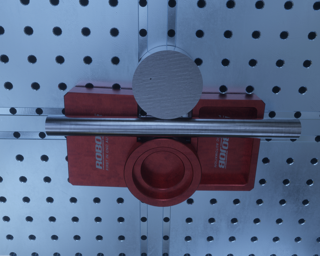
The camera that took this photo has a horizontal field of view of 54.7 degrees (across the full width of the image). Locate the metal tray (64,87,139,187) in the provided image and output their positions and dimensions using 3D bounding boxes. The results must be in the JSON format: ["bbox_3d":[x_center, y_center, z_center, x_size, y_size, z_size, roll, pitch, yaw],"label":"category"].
[{"bbox_3d":[-0.074,0.014,0.410,0.091,0.030,0.129,2,110,-1],"label":"metal tray"}]

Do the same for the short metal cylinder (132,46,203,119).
[{"bbox_3d":[0.009,-0.056,0.375,0.081,0.050,0.079,0,110,0],"label":"short metal cylinder"}]

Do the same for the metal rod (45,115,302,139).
[{"bbox_3d":[0.017,-0.001,0.377,0.302,0.025,0.025,1,110,-1],"label":"metal rod"}]

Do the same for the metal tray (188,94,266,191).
[{"bbox_3d":[0.084,0.021,0.415,0.091,0.030,0.129,1,110,-1],"label":"metal tray"}]

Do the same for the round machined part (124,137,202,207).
[{"bbox_3d":[0.004,0.051,0.409,0.099,0.042,0.097,0,110,0],"label":"round machined part"}]
